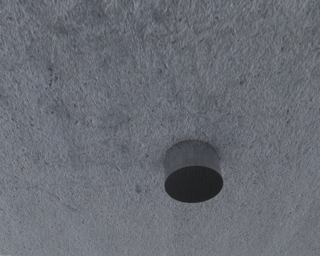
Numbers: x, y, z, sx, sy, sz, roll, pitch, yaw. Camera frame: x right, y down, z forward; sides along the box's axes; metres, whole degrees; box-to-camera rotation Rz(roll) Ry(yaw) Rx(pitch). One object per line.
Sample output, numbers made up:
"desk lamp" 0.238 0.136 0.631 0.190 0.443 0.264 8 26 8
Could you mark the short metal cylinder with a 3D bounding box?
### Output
"short metal cylinder" 0.046 0.063 0.444 0.080 0.050 0.080 0 130 0
